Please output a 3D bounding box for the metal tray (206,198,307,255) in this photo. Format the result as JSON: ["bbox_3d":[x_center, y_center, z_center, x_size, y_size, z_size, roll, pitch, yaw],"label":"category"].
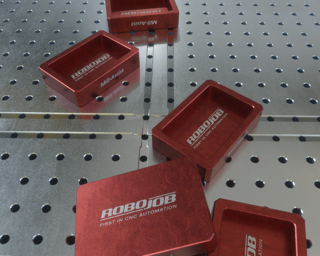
[{"bbox_3d":[0.087,0.138,0.289,0.090,0.030,0.130,10,51,8],"label":"metal tray"}]

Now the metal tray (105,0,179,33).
[{"bbox_3d":[-0.036,-0.225,0.593,0.131,0.030,0.090,-7,50,-6],"label":"metal tray"}]

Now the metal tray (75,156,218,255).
[{"bbox_3d":[-0.017,0.087,0.310,0.130,0.030,0.090,-16,50,6],"label":"metal tray"}]

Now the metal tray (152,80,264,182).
[{"bbox_3d":[0.063,-0.003,0.406,0.090,0.030,0.131,33,57,24],"label":"metal tray"}]

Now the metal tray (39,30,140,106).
[{"bbox_3d":[-0.107,-0.098,0.486,0.090,0.030,0.131,33,57,24],"label":"metal tray"}]
